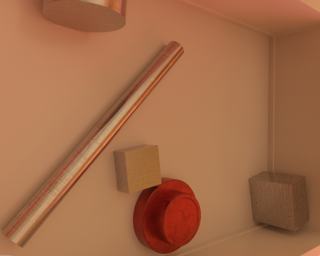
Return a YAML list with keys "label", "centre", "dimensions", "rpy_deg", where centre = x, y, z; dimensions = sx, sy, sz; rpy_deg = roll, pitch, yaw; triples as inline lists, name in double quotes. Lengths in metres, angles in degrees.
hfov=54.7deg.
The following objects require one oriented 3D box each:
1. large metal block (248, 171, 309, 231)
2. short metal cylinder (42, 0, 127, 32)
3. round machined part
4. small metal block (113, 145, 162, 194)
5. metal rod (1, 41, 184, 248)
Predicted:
- label: "large metal block"
  centre: [0.211, 0.127, 0.551]
  dimensions: [0.050, 0.080, 0.079]
  rpy_deg: [-14, 99, -39]
- label: "short metal cylinder"
  centre: [-0.073, -0.134, 0.310]
  dimensions: [0.081, 0.080, 0.050]
  rpy_deg: [5, 87, -40]
- label: "round machined part"
  centre: [0.017, 0.118, 0.412]
  dimensions: [0.099, 0.042, 0.097]
  rpy_deg: [0, 90, -40]
- label: "small metal block"
  centre: [-0.027, 0.049, 0.386]
  dimensions: [0.050, 0.025, 0.050]
  rpy_deg: [-10, 96, -40]
- label: "metal rod"
  centre: [-0.058, -0.002, 0.359]
  dimensions: [0.025, 0.025, 0.301]
  rpy_deg: [52, 59, -28]
